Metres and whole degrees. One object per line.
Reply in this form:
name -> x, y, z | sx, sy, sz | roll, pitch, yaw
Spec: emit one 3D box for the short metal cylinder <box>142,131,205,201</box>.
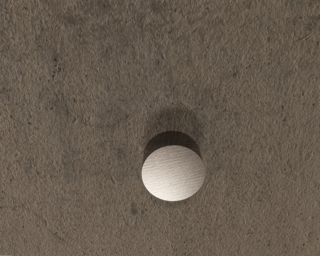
short metal cylinder -> 0.017, 0.050, 0.415 | 0.081, 0.050, 0.079 | 0, 110, -1
